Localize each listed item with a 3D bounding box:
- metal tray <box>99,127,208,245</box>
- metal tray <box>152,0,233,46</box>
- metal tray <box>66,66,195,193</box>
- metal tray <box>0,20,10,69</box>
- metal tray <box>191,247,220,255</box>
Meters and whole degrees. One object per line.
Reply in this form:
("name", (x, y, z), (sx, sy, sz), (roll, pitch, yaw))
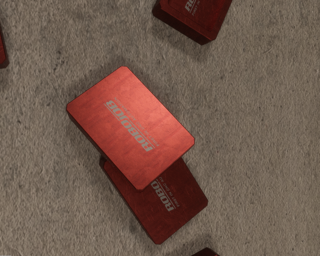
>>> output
("metal tray", (-0.006, 0.072, 0.405), (0.090, 0.030, 0.130), (-35, 102, -17))
("metal tray", (0.056, -0.193, 0.427), (0.090, 0.030, 0.130), (26, 81, -19))
("metal tray", (-0.035, 0.000, 0.368), (0.090, 0.030, 0.130), (-40, 81, -18))
("metal tray", (-0.221, -0.124, 0.324), (0.091, 0.030, 0.129), (-12, 94, -20))
("metal tray", (0.057, 0.246, 0.429), (0.091, 0.030, 0.129), (-21, 97, -19))
